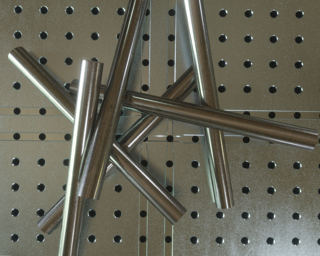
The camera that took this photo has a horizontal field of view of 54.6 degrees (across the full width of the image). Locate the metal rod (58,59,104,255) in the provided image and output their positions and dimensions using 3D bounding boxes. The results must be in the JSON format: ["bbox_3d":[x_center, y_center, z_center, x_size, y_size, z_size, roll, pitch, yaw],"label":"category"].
[{"bbox_3d":[-0.102,0.068,0.381,0.025,0.025,0.298,10,103,0],"label":"metal rod"}]

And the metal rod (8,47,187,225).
[{"bbox_3d":[-0.083,0.004,0.392,0.300,0.025,0.025,44,90,8],"label":"metal rod"}]

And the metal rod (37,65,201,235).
[{"bbox_3d":[-0.048,0.025,0.413,0.025,0.025,0.300,45,90,0],"label":"metal rod"}]

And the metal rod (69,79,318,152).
[{"bbox_3d":[0.028,-0.020,0.378,0.301,0.025,0.025,13,90,13],"label":"metal rod"}]

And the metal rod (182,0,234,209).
[{"bbox_3d":[0.060,-0.042,0.392,0.025,0.025,0.298,-10,98,0],"label":"metal rod"}]

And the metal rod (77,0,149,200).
[{"bbox_3d":[-0.049,-0.065,0.378,0.025,0.025,0.299,12,76,0],"label":"metal rod"}]
